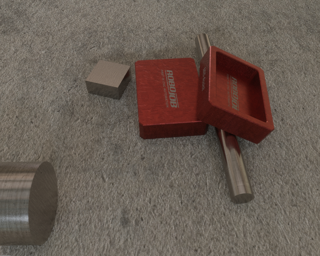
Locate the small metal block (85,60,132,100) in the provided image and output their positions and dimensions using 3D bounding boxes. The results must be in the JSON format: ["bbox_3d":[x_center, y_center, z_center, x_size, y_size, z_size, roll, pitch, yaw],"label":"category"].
[{"bbox_3d":[-0.076,-0.073,0.463,0.050,0.025,0.050,13,51,10],"label":"small metal block"}]

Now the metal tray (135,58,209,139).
[{"bbox_3d":[0.013,-0.046,0.439,0.091,0.030,0.130,-4,50,-4],"label":"metal tray"}]

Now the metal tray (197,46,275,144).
[{"bbox_3d":[0.098,-0.048,0.413,0.091,0.030,0.130,22,45,-12],"label":"metal tray"}]

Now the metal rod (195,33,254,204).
[{"bbox_3d":[0.081,-0.037,0.435,0.025,0.025,0.300,-2,50,-3],"label":"metal rod"}]

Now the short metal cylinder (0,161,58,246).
[{"bbox_3d":[-0.138,0.073,0.304,0.050,0.080,0.080,-1,50,-1],"label":"short metal cylinder"}]
